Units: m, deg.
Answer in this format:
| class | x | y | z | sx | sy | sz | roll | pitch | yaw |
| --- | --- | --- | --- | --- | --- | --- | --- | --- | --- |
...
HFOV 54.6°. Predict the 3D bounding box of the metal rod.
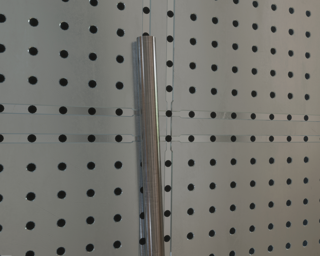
| class | x | y | z | sx | sy | sz | roll | pitch | yaw |
| --- | --- | --- | --- | --- | --- | --- | --- | --- | --- |
| metal rod | -0.012 | 0.032 | 0.407 | 0.025 | 0.025 | 0.298 | -3 | 91 | -20 |
